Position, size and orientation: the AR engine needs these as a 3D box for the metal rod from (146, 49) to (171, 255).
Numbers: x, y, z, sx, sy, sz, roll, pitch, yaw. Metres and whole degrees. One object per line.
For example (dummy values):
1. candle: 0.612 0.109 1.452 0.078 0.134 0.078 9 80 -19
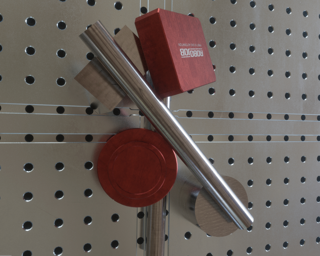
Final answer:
1. metal rod: -0.001 0.020 0.413 0.025 0.025 0.298 3 89 -20

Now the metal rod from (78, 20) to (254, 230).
1. metal rod: 0.021 0.013 0.346 0.025 0.025 0.300 -45 112 -14

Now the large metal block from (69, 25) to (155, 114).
1. large metal block: -0.058 -0.064 0.363 0.050 0.080 0.080 43 76 -15

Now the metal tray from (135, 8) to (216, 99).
1. metal tray: 0.026 -0.090 0.378 0.131 0.030 0.089 -27 102 -61

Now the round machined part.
1. round machined part: -0.027 0.049 0.378 0.099 0.042 0.097 0 90 -3

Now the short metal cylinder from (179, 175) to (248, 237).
1. short metal cylinder: 0.073 0.102 0.428 0.081 0.050 0.079 0 90 -21
